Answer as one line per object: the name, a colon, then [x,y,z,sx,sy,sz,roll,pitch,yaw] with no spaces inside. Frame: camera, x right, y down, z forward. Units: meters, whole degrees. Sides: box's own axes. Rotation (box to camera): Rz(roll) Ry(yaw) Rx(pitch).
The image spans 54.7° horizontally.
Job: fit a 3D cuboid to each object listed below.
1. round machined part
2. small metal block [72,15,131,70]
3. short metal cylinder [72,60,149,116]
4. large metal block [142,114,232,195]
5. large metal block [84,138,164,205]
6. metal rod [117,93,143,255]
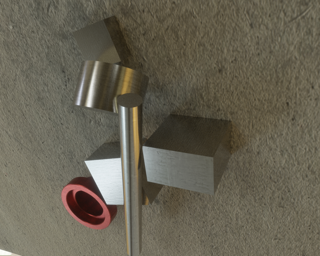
round machined part: [-0.115,0.122,0.530,0.098,0.042,0.097,13,124,20]
small metal block: [-0.071,-0.103,0.379,0.050,0.025,0.050,-9,114,31]
short metal cylinder: [-0.057,-0.042,0.365,0.080,0.080,0.050,11,88,22]
large metal block: [0.036,0.027,0.368,0.080,0.080,0.050,8,122,24]
large metal block: [-0.050,0.065,0.456,0.080,0.050,0.080,-8,115,31]
metal rod: [-0.036,0.085,0.404,0.025,0.025,0.298,18,133,17]
